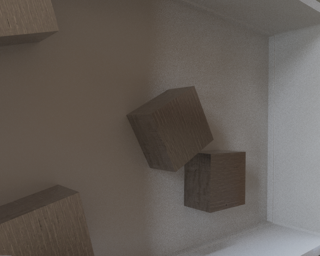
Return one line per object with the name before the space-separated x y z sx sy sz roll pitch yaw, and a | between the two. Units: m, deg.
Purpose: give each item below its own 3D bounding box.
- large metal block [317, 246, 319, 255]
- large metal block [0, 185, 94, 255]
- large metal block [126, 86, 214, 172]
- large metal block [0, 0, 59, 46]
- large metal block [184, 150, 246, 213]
large metal block | 0.441 0.304 0.749 0.081 0.080 0.050 -31 110 -36
large metal block | -0.116 0.109 0.295 0.081 0.050 0.079 -18 102 -39
large metal block | 0.015 0.000 0.405 0.081 0.050 0.080 -35 112 -35
large metal block | -0.146 -0.115 0.268 0.081 0.050 0.079 -22 104 -38
large metal block | 0.083 0.075 0.463 0.081 0.050 0.079 1 90 -40
